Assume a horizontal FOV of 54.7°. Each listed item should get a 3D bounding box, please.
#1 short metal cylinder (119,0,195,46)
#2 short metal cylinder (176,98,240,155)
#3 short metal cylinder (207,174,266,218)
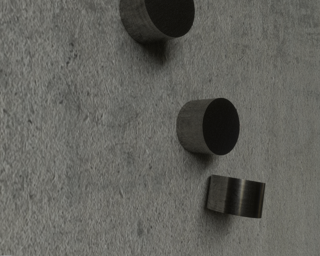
[{"bbox_3d":[-0.003,-0.148,0.385,0.081,0.050,0.080,0,90,-40],"label":"short metal cylinder"},{"bbox_3d":[0.070,-0.002,0.447,0.081,0.050,0.080,0,90,-40],"label":"short metal cylinder"},{"bbox_3d":[0.114,0.101,0.464,0.081,0.080,0.050,16,80,-39],"label":"short metal cylinder"}]
